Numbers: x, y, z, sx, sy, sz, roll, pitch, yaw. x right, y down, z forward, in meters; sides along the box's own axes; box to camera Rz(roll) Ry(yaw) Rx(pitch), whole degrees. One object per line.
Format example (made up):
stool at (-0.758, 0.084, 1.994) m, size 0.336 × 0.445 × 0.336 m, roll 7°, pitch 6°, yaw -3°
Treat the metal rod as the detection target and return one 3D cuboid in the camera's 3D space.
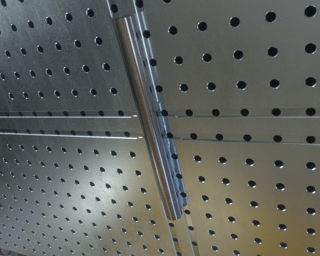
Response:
metal rod at (-0.010, 0.004, 0.417) m, size 0.025 × 0.025 × 0.298 m, roll 0°, pitch 119°, yaw 28°
